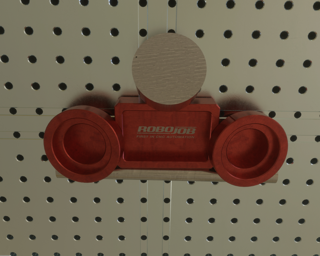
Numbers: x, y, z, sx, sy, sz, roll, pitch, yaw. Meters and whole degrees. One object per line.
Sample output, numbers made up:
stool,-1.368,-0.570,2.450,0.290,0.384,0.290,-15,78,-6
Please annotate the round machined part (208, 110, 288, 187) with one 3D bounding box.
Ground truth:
round machined part,0.110,0.024,0.405,0.099,0.042,0.097,-3,109,-8

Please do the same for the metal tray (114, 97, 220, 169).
metal tray,0.008,0.007,0.408,0.131,0.030,0.089,1,111,-1

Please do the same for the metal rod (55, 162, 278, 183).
metal rod,0.010,0.061,0.432,0.302,0.025,0.025,2,110,-1

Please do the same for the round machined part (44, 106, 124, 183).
round machined part,-0.094,0.018,0.401,0.099,0.042,0.097,2,108,7

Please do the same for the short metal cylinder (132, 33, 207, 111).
short metal cylinder,0.010,-0.062,0.358,0.081,0.050,0.080,0,84,0
